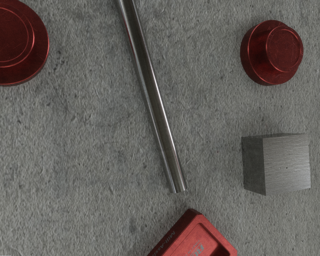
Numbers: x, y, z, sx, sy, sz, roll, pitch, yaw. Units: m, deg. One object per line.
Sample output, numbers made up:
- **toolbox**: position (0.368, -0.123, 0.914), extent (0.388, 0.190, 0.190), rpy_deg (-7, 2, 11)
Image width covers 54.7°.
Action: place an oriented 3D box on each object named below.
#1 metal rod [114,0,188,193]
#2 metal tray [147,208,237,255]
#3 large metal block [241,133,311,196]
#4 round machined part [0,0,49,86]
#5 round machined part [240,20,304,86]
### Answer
- **metal rod**: position (-0.015, -0.059, 0.404), extent (0.025, 0.025, 0.298), rpy_deg (-18, 96, -19)
- **metal tray**: position (0.033, 0.188, 0.419), extent (0.130, 0.030, 0.090), rpy_deg (-45, 105, -15)
- **large metal block**: position (0.172, 0.051, 0.461), extent (0.081, 0.050, 0.079), rpy_deg (-4, 92, -20)
- **round machined part**: position (-0.173, -0.096, 0.336), extent (0.099, 0.042, 0.097), rpy_deg (0, 90, -21)
- **round machined part**: position (0.174, -0.114, 0.466), extent (0.099, 0.042, 0.097), rpy_deg (0, 90, -21)
